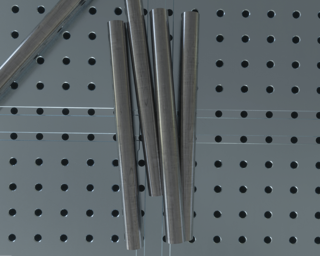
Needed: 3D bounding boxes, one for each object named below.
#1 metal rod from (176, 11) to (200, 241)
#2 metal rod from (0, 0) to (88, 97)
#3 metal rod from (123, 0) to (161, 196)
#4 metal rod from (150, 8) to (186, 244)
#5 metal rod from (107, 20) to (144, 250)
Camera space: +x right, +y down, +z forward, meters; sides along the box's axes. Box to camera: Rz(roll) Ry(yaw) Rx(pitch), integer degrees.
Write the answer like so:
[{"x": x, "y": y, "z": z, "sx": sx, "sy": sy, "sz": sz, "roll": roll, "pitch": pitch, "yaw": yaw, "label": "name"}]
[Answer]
[{"x": 0.036, "y": -0.002, "z": 0.413, "sx": 0.025, "sy": 0.025, "sz": 0.298, "roll": 2, "pitch": 90, "yaw": -1, "label": "metal rod"}, {"x": -0.147, "y": -0.134, "z": 0.411, "sx": 0.025, "sy": 0.025, "sz": 0.300, "roll": 42, "pitch": 90, "yaw": -1, "label": "metal rod"}, {"x": -0.022, "y": -0.060, "z": 0.413, "sx": 0.025, "sy": 0.025, "sz": 0.298, "roll": -7, "pitch": 90, "yaw": 0, "label": "metal rod"}, {"x": 0.009, "y": -0.006, "z": 0.401, "sx": 0.025, "sy": 0.025, "sz": 0.298, "roll": -4, "pitch": 85, "yaw": -1, "label": "metal rod"}, {"x": -0.046, "y": 0.009, "z": 0.412, "sx": 0.025, "sy": 0.025, "sz": 0.298, "roll": -5, "pitch": 90, "yaw": -1, "label": "metal rod"}]
